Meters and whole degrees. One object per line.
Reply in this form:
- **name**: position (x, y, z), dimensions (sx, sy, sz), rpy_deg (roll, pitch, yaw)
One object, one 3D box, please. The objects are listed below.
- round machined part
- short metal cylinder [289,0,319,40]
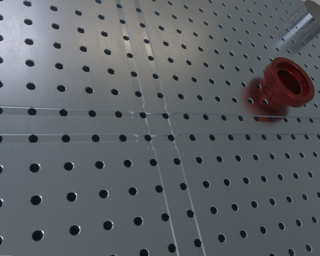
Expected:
- **round machined part**: position (0.230, -0.078, 0.568), dimensions (0.099, 0.042, 0.098), rpy_deg (14, 56, -21)
- **short metal cylinder**: position (0.358, -0.258, 0.742), dimensions (0.081, 0.050, 0.080), rpy_deg (14, 56, -21)
